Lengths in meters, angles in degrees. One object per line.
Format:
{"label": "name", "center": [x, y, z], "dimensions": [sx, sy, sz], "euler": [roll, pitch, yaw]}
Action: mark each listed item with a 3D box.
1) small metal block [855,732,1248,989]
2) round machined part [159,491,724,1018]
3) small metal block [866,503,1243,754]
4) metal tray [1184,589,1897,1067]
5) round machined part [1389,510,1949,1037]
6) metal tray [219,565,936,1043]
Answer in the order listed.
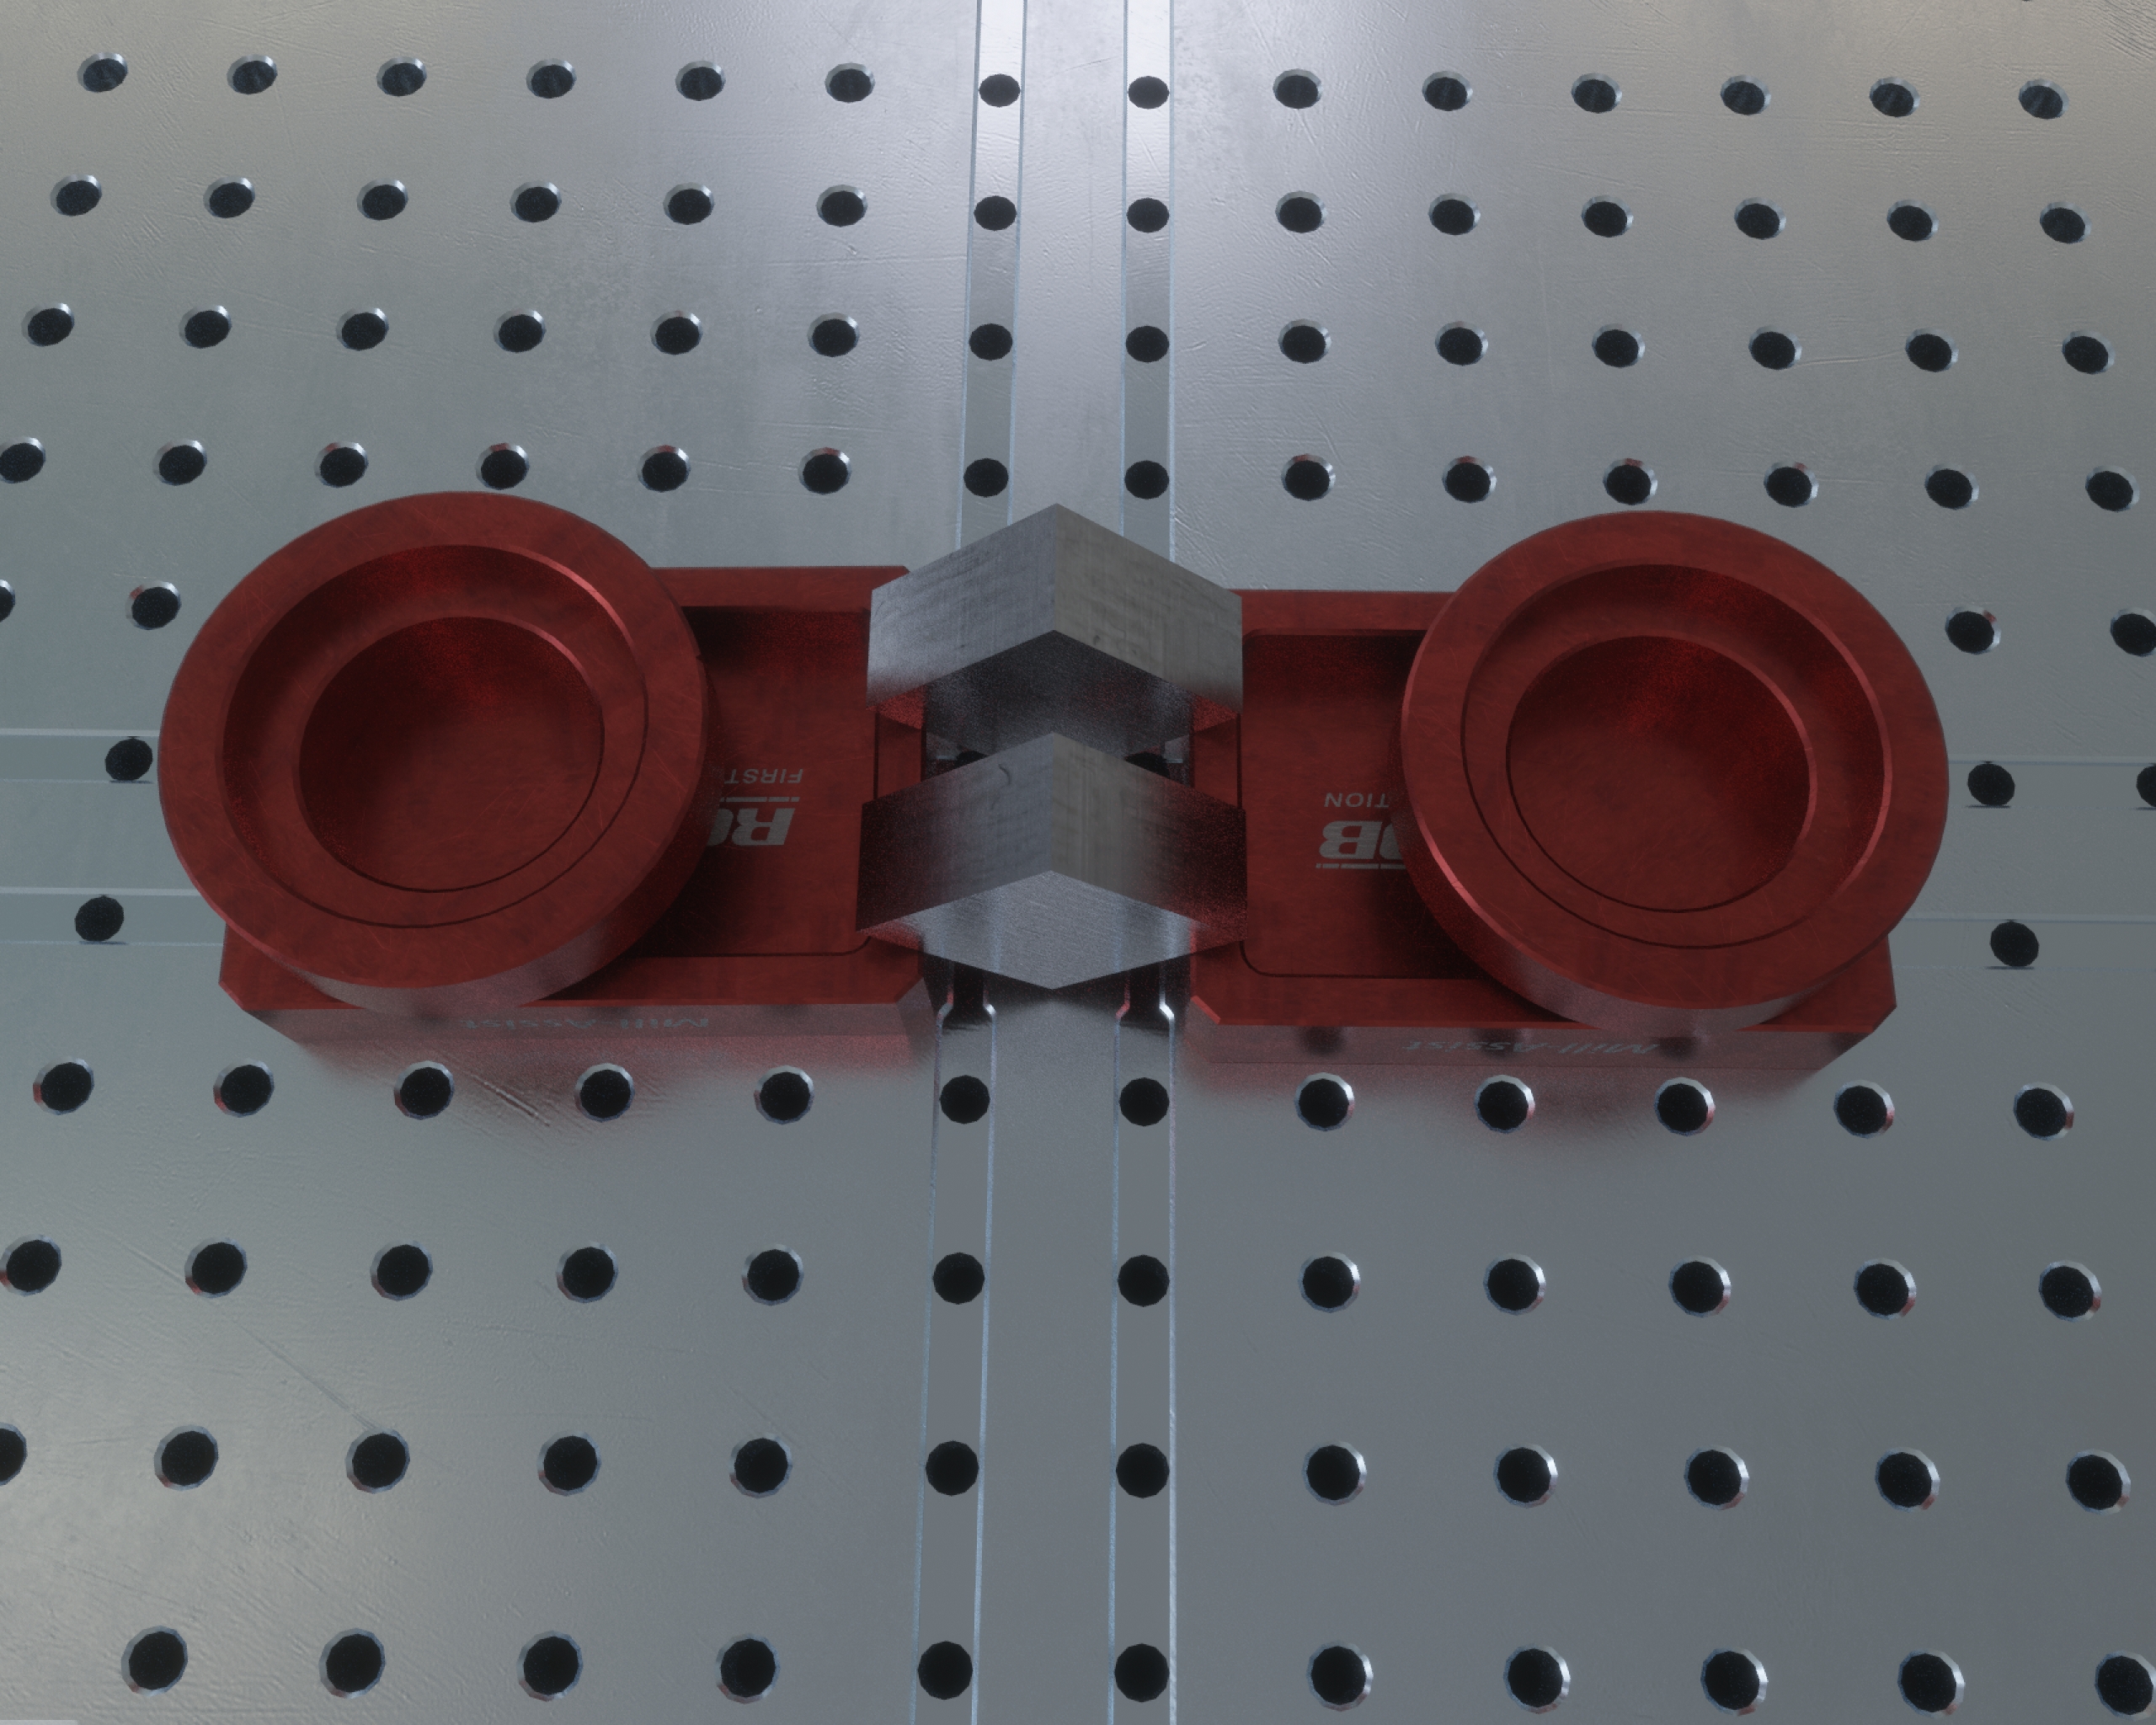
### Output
{"label": "small metal block", "center": [-0.005, 0.001, 0.382], "dimensions": [0.050, 0.050, 0.025], "euler": [-18, 63, 41]}
{"label": "round machined part", "center": [-0.116, -0.017, 0.395], "dimensions": [0.099, 0.042, 0.098], "euler": [0, 70, 0]}
{"label": "small metal block", "center": [-0.004, -0.040, 0.398], "dimensions": [0.050, 0.050, 0.025], "euler": [-18, 63, 41]}
{"label": "metal tray", "center": [0.087, -0.007, 0.412], "dimensions": [0.131, 0.030, 0.090], "euler": [1, 70, 0]}
{"label": "round machined part", "center": [0.108, -0.014, 0.395], "dimensions": [0.099, 0.042, 0.098], "euler": [0, 70, 0]}
{"label": "metal tray", "center": [-0.095, -0.012, 0.414], "dimensions": [0.131, 0.030, 0.090], "euler": [-1, 72, -1]}
